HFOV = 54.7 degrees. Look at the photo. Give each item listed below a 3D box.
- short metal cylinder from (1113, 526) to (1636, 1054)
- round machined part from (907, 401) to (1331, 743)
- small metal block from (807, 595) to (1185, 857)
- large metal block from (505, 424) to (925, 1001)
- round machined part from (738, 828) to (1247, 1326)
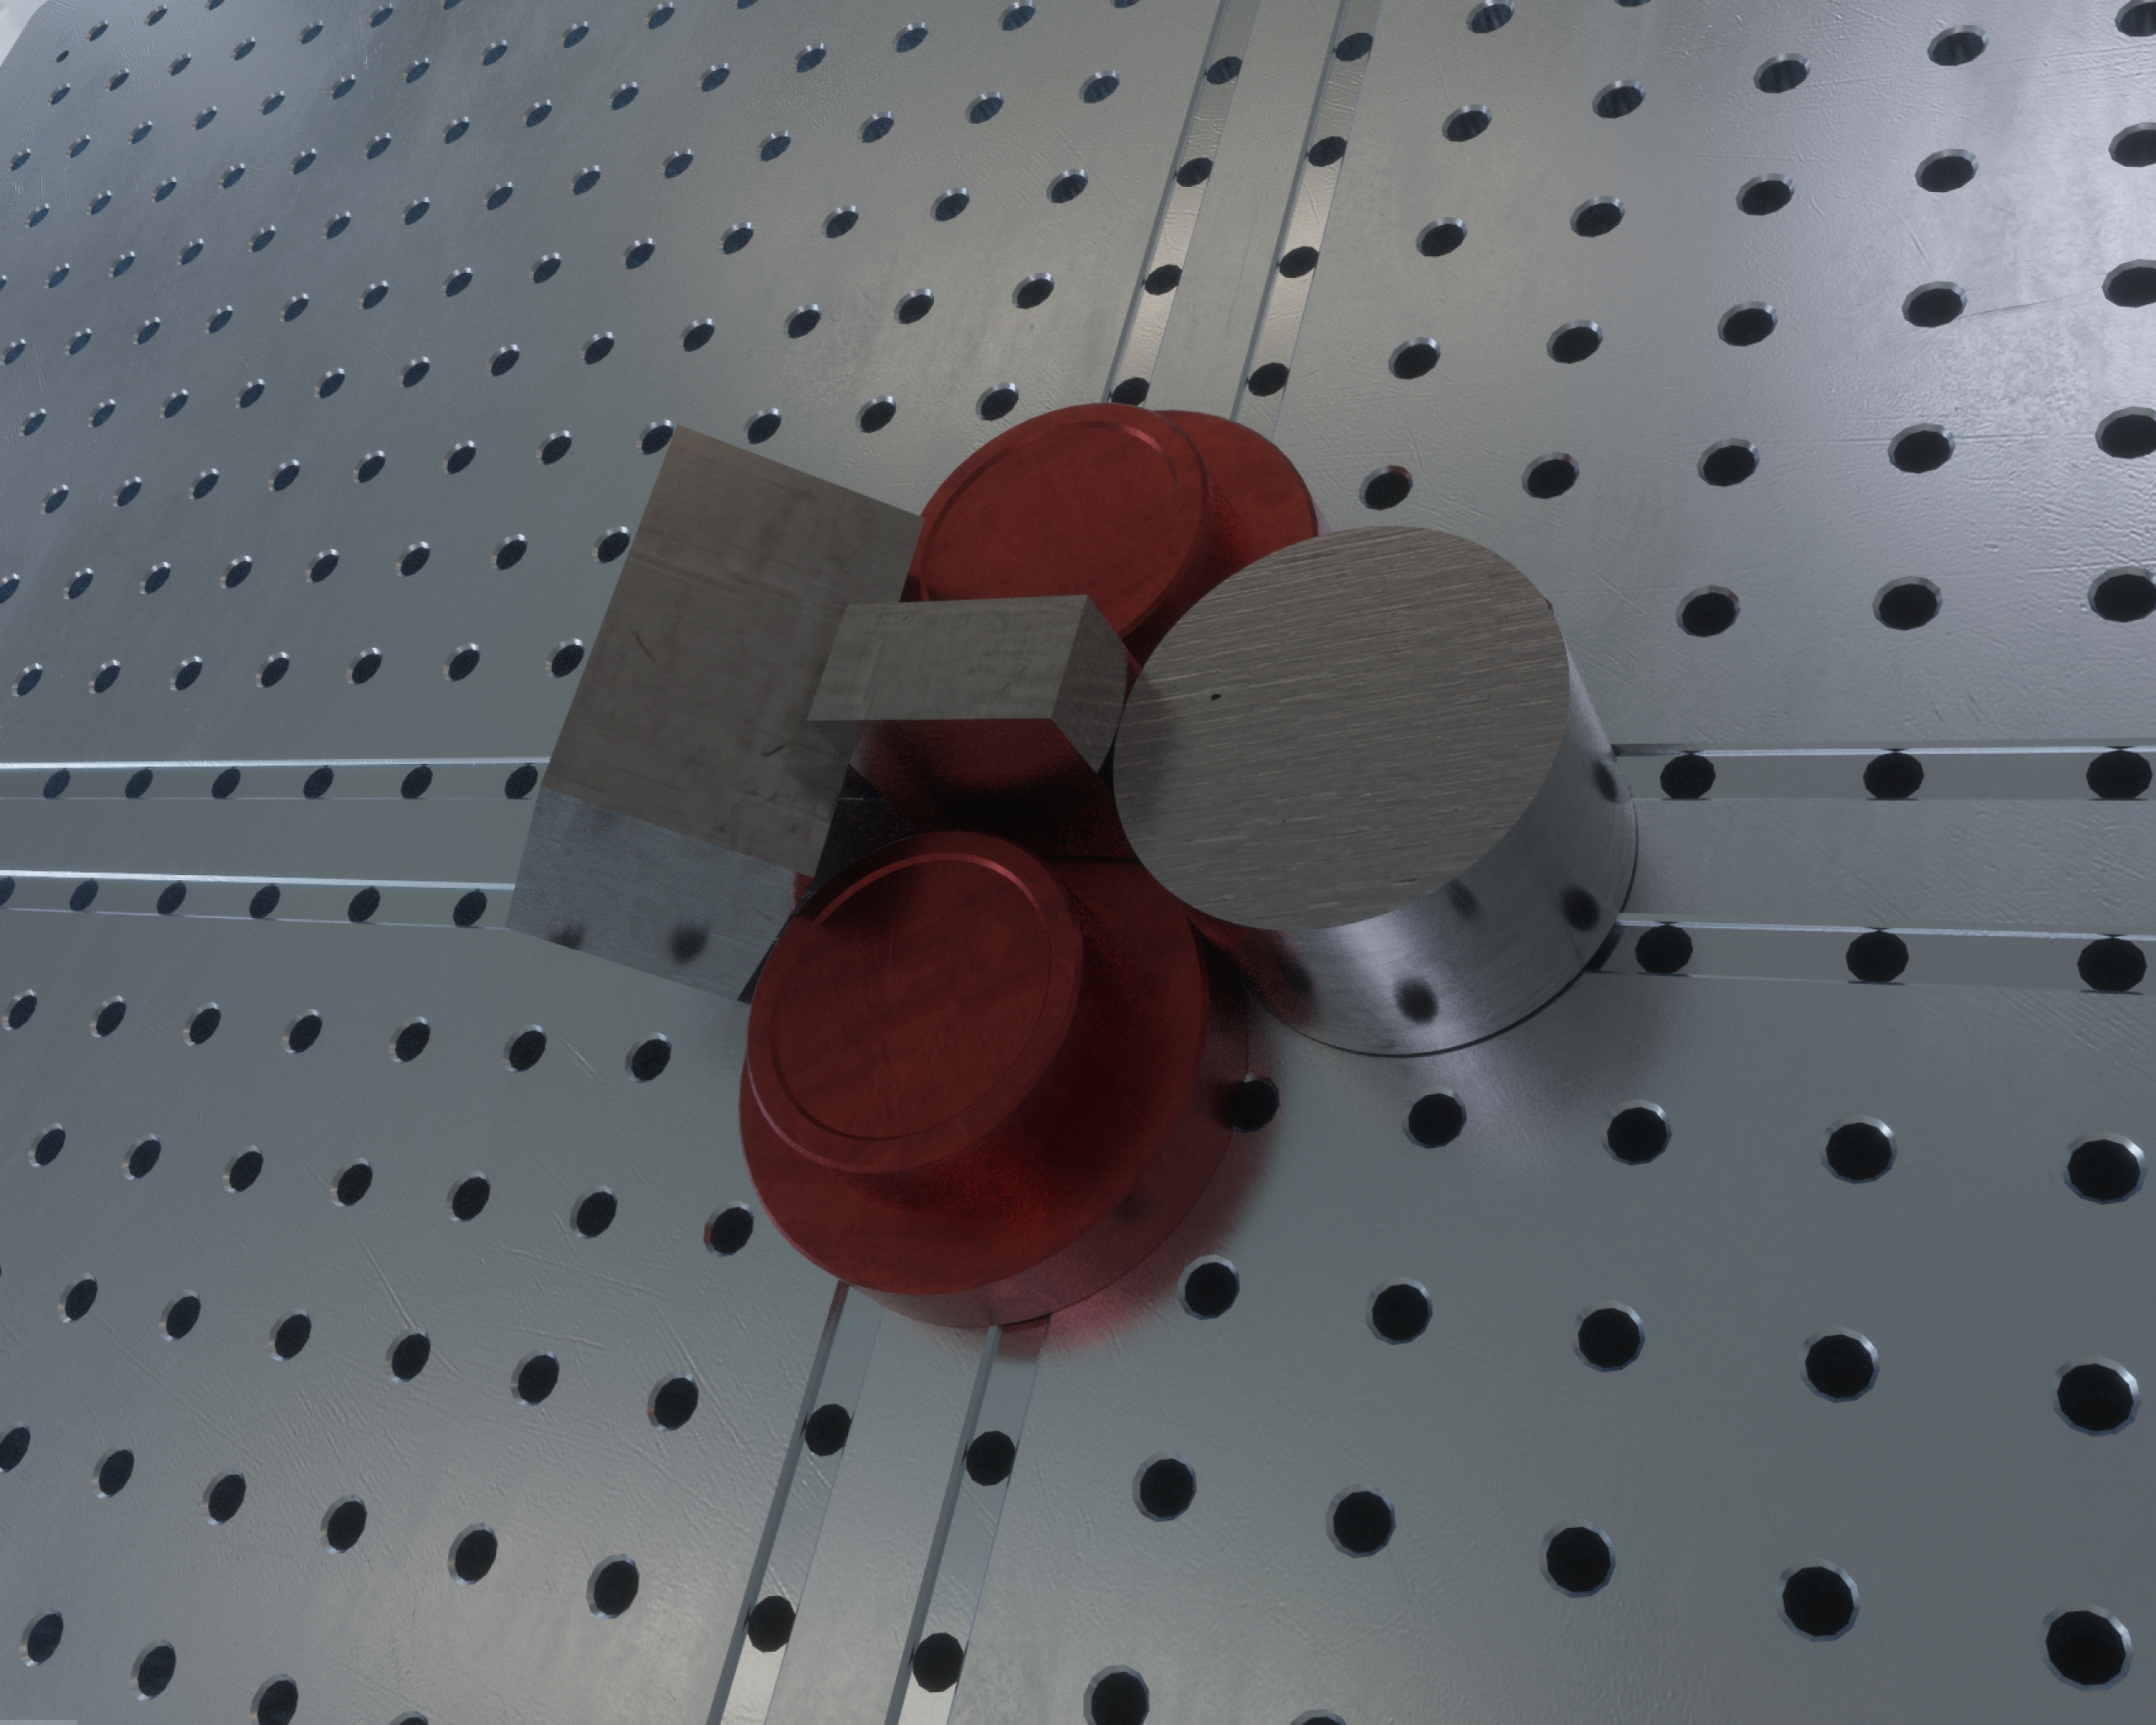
[{"bbox_3d":[0.053,-0.012,0.371,0.080,0.050,0.080,-13,56,21],"label":"short metal cylinder"},{"bbox_3d":[0.003,-0.056,0.430,0.098,0.042,0.098,-13,56,21],"label":"round machined part"},{"bbox_3d":[-0.013,-0.024,0.385,0.050,0.050,0.025,1,63,29],"label":"small metal block"},{"bbox_3d":[-0.075,-0.027,0.422,0.050,0.080,0.080,20,65,-12],"label":"large metal block"},{"bbox_3d":[-0.022,0.033,0.389,0.098,0.042,0.098,-13,56,21],"label":"round machined part"}]
